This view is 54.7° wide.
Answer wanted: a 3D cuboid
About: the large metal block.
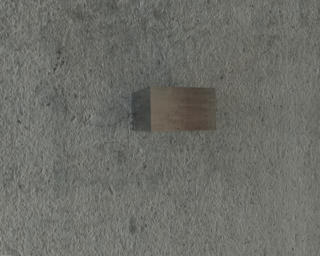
[{"bbox_3d":[0.014,-0.022,0.387,0.081,0.080,0.050,-1,91,-20],"label":"large metal block"}]
